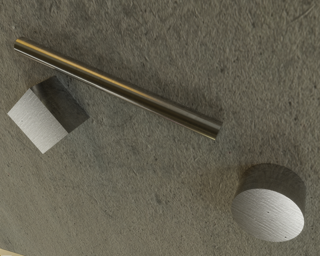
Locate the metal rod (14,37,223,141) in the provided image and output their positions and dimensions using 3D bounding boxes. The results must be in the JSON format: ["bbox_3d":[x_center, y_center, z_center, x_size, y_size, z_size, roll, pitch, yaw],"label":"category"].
[{"bbox_3d":[-0.063,-0.056,0.404,0.301,0.025,0.025,24,127,13],"label":"metal rod"}]

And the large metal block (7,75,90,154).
[{"bbox_3d":[-0.168,-0.019,0.468,0.080,0.050,0.080,-31,101,38],"label":"large metal block"}]

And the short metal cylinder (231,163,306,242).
[{"bbox_3d":[0.133,0.090,0.376,0.080,0.050,0.079,13,124,21],"label":"short metal cylinder"}]
